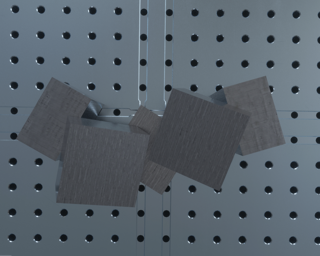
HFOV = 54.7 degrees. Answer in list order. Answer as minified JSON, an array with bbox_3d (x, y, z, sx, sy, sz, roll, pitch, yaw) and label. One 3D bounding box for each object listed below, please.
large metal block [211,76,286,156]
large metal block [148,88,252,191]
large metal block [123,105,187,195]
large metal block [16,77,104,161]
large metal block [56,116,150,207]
[{"bbox_3d":[0.106,-0.014,0.387,0.050,0.080,0.080,-16,90,0],"label":"large metal block"},{"bbox_3d":[0.044,0.008,0.332,0.080,0.050,0.079,22,103,15],"label":"large metal block"},{"bbox_3d":[-0.010,0.026,0.400,0.080,0.050,0.080,32,90,-1],"label":"large metal block"},{"bbox_3d":[-0.118,-0.010,0.384,0.050,0.080,0.080,30,90,-1],"label":"large metal block"},{"bbox_3d":[-0.064,0.036,0.334,0.081,0.050,0.079,9,97,-21],"label":"large metal block"}]
